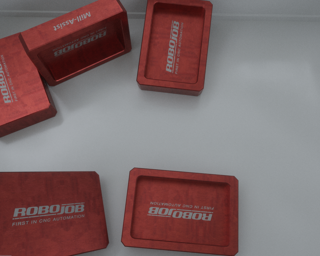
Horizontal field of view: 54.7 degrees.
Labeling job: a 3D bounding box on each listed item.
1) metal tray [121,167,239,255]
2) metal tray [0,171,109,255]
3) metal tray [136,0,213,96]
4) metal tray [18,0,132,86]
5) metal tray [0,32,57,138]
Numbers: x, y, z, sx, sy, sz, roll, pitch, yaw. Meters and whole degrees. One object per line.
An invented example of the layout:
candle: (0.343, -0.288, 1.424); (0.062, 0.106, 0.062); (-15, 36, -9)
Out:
metal tray: (0.025, 0.099, 0.370); (0.131, 0.030, 0.090); (5, 70, 1)
metal tray: (-0.122, 0.093, 0.328); (0.131, 0.030, 0.090); (8, 62, -45)
metal tray: (0.021, -0.115, 0.434); (0.091, 0.030, 0.129); (7, 83, 2)
metal tray: (-0.106, -0.114, 0.415); (0.131, 0.090, 0.030); (-27, 73, -10)
metal tray: (-0.208, -0.061, 0.427); (0.091, 0.030, 0.130); (-23, 72, -9)
